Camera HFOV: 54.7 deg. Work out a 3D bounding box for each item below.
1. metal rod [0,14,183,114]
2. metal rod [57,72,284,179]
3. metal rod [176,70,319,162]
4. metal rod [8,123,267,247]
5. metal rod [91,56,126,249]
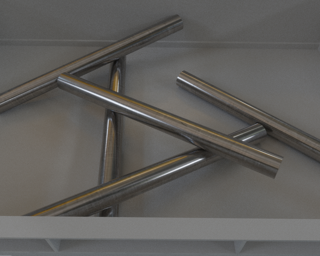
[{"bbox_3d":[-0.099,-0.099,0.459,0.302,0.025,0.025,-28,55,-12],"label":"metal rod"},{"bbox_3d":[-0.006,-0.012,0.375,0.301,0.025,0.025,23,53,23],"label":"metal rod"},{"bbox_3d":[0.149,-0.003,0.409,0.300,0.025,0.025,32,57,23],"label":"metal rod"},{"bbox_3d":[-0.001,0.050,0.339,0.302,0.025,0.025,-19,52,-25],"label":"metal rod"},{"bbox_3d":[-0.061,0.001,0.403,0.025,0.025,0.300,-1,50,-2],"label":"metal rod"}]
